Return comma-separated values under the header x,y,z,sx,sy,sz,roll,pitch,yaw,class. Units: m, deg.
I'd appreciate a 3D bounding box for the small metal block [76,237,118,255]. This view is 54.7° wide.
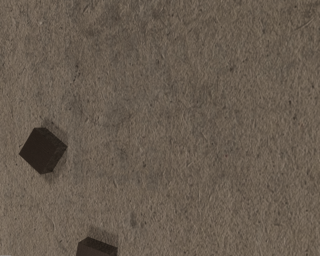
x,y,z,sx,sy,sz,roll,pitch,yaw,class
-0.092,0.190,0.440,0.050,0.025,0.050,13,94,19,small metal block

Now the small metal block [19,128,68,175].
x,y,z,sx,sy,sz,roll,pitch,yaw,class
-0.177,0.034,0.470,0.050,0.025,0.050,37,102,15,small metal block
